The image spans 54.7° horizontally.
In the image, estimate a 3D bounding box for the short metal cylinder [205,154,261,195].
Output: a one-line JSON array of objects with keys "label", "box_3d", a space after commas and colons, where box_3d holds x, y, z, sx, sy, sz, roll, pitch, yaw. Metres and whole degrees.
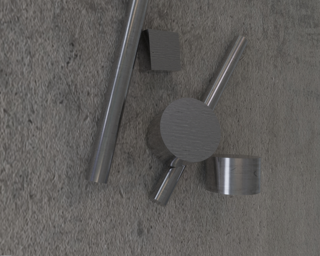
[{"label": "short metal cylinder", "box_3d": [0.108, 0.066, 0.459, 0.081, 0.080, 0.050, 2, 89, -40]}]

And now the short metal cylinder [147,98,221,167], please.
[{"label": "short metal cylinder", "box_3d": [0.029, 0.007, 0.395, 0.081, 0.050, 0.080, 5, 75, -20]}]

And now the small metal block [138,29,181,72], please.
[{"label": "small metal block", "box_3d": [-0.001, -0.099, 0.403, 0.050, 0.025, 0.050, -7, 95, -40]}]

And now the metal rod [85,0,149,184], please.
[{"label": "metal rod", "box_3d": [-0.041, -0.085, 0.369, 0.025, 0.025, 0.299, 19, 78, -38]}]

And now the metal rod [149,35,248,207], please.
[{"label": "metal rod", "box_3d": [0.065, -0.024, 0.458, 0.025, 0.025, 0.300, 44, 64, -31]}]
